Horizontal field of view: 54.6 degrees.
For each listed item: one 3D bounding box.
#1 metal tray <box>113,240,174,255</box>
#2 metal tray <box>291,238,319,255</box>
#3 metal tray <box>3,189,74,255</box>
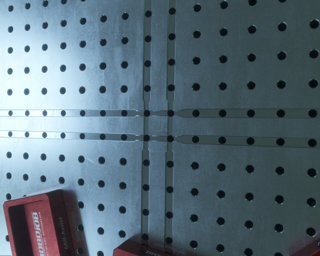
[{"bbox_3d":[-0.004,0.215,0.411,0.130,0.030,0.090,11,94,19],"label":"metal tray"},{"bbox_3d":[0.221,0.151,0.331,0.130,0.030,0.090,-41,77,15],"label":"metal tray"},{"bbox_3d":[-0.185,0.167,0.475,0.090,0.030,0.129,-15,85,19],"label":"metal tray"}]
